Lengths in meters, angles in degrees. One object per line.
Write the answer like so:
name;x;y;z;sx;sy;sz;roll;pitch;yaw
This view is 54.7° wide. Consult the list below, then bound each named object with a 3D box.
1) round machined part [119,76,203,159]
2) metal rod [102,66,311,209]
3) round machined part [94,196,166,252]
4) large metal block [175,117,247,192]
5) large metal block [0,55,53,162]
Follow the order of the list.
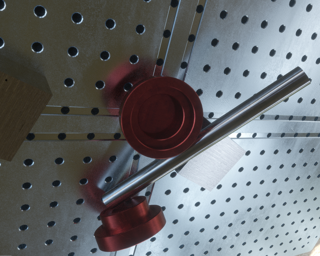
round machined part;-0.001;-0.015;0.377;0.099;0.042;0.097;-3;104;-14
metal rod;0.048;0.020;0.397;0.300;0.025;0.025;-34;131;14
round machined part;-0.045;0.127;0.431;0.099;0.098;0.042;-20;91;-17
large metal block;0.065;0.036;0.453;0.080;0.050;0.080;34;99;-39
large metal block;-0.162;-0.025;0.291;0.080;0.050;0.080;27;103;-38
